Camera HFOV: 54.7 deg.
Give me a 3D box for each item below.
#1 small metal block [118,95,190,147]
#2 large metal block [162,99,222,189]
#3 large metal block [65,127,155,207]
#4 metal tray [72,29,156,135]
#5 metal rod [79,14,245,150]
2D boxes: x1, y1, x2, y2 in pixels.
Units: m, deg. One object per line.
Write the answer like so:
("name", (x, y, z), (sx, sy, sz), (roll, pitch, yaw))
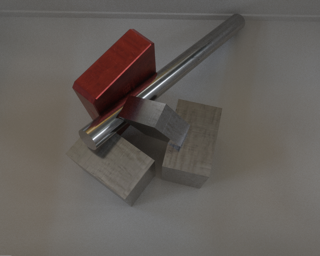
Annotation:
("small metal block", (-0.005, -0.007, 0.319), (0.050, 0.050, 0.025), (17, 77, 39))
("large metal block", (0.036, 0.022, 0.372), (0.050, 0.080, 0.080), (13, 71, 4))
("large metal block", (-0.053, 0.044, 0.364), (0.080, 0.080, 0.050), (35, 74, 11))
("metal tray", (-0.045, -0.044, 0.367), (0.030, 0.130, 0.090), (38, 75, 13))
("metal rod", (0.022, -0.074, 0.388), (0.025, 0.025, 0.302), (40, 57, 13))
